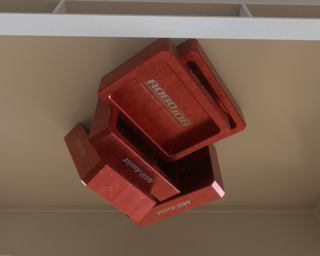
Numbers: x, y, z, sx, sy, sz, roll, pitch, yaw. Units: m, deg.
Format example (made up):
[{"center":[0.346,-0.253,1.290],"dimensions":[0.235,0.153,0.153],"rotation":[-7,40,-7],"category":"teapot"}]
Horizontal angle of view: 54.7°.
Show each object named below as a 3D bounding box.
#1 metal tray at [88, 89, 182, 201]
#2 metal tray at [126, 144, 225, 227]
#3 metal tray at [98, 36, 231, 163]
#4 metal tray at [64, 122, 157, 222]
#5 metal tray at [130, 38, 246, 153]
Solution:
[{"center":[-0.024,0.019,0.379],"dimensions":[0.030,0.090,0.130],"rotation":[-30,124,22],"category":"metal tray"},{"center":[0.017,0.072,0.426],"dimensions":[0.130,0.090,0.030],"rotation":[-26,126,20],"category":"metal tray"},{"center":[0.008,-0.024,0.344],"dimensions":[0.090,0.030,0.130],"rotation":[-29,124,22],"category":"metal tray"},{"center":[-0.065,0.049,0.381],"dimensions":[0.030,0.130,0.090],"rotation":[-47,121,-3],"category":"metal tray"},{"center":[0.036,-0.032,0.379],"dimensions":[0.090,0.030,0.130],"rotation":[-26,125,22],"category":"metal tray"}]
